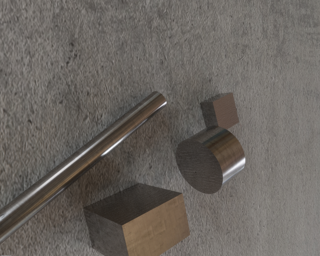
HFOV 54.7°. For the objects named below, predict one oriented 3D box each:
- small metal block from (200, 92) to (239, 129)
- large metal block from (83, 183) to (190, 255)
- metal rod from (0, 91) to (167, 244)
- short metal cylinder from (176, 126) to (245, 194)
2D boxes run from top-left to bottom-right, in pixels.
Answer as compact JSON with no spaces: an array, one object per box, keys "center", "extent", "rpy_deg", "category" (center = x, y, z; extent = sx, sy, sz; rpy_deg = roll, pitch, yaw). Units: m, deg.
[{"center":[0.094,-0.024,0.483],"extent":[0.050,0.025,0.050],"rpy_deg":[-26,107,-37],"category":"small metal block"},{"center":[-0.027,0.105,0.347],"extent":[0.081,0.080,0.050],"rpy_deg":[-18,102,-39],"category":"large metal block"},{"center":[-0.097,0.047,0.323],"extent":[0.302,0.025,0.025],"rpy_deg":[-41,115,-32],"category":"metal rod"},{"center":[0.068,0.043,0.426],"extent":[0.050,0.080,0.080],"rpy_deg":[-27,107,-37],"category":"short metal cylinder"}]
